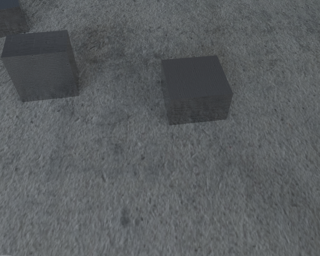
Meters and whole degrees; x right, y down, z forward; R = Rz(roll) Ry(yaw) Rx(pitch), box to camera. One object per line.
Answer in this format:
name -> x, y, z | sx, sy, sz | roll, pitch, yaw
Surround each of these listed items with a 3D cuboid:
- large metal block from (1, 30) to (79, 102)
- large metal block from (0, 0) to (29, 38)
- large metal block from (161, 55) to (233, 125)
large metal block -> -0.164, -0.086, 0.438 | 0.081, 0.080, 0.050 | -7, 51, -7
large metal block -> -0.291, -0.208, 0.558 | 0.081, 0.050, 0.080 | -17, 52, -15
large metal block -> 0.047, -0.054, 0.433 | 0.081, 0.050, 0.080 | -6, 50, -6
